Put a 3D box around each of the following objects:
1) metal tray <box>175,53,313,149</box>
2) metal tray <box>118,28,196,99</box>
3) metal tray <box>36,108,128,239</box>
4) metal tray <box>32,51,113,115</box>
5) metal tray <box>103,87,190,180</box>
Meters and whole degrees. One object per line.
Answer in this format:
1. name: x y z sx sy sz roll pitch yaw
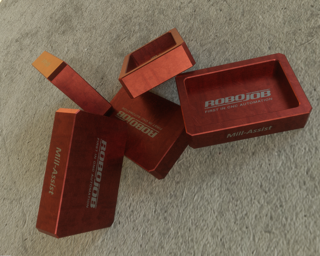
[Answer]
1. metal tray: 0.089 -0.033 0.354 0.131 0.030 0.090 -11 55 4
2. metal tray: -0.006 -0.093 0.423 0.090 0.030 0.130 -27 23 10
3. metal tray: -0.083 0.049 0.350 0.030 0.090 0.129 6 85 31
4. metal tray: -0.130 -0.063 0.449 0.030 0.090 0.130 -49 35 -6
5. metal tray: -0.023 -0.001 0.413 0.130 0.030 0.090 29 77 37
